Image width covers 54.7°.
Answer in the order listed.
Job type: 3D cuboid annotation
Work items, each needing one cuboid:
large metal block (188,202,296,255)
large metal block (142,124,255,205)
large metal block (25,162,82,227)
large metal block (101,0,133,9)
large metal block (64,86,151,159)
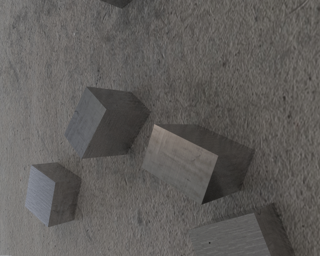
[{"bbox_3d":[0.087,0.130,0.317,0.080,0.050,0.080,-30,72,36],"label":"large metal block"},{"bbox_3d":[0.042,0.033,0.335,0.080,0.081,0.050,27,107,37],"label":"large metal block"},{"bbox_3d":[-0.189,0.114,0.545,0.080,0.050,0.079,21,103,38],"label":"large metal block"},{"bbox_3d":[-0.053,-0.230,0.433,0.080,0.050,0.080,-21,77,38],"label":"large metal block"},{"bbox_3d":[-0.072,-0.007,0.429,0.050,0.081,0.080,46,117,30],"label":"large metal block"}]
